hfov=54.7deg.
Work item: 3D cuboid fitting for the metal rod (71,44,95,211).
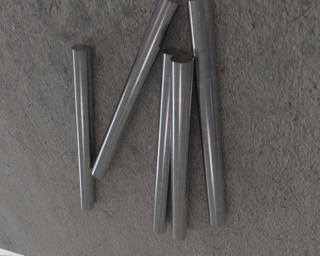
[{"bbox_3d":[-0.116,0.020,0.480,0.025,0.025,0.298,19,126,17],"label":"metal rod"}]

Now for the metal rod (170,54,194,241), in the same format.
[{"bbox_3d":[0.027,0.049,0.410,0.025,0.025,0.298,14,128,21],"label":"metal rod"}]

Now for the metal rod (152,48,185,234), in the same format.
[{"bbox_3d":[0.007,0.039,0.427,0.025,0.025,0.298,16,125,19],"label":"metal rod"}]

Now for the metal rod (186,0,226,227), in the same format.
[{"bbox_3d":[0.061,0.002,0.376,0.025,0.025,0.298,5,121,26],"label":"metal rod"}]

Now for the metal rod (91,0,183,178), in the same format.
[{"bbox_3d":[-0.044,-0.031,0.410,0.025,0.025,0.298,33,129,6],"label":"metal rod"}]
